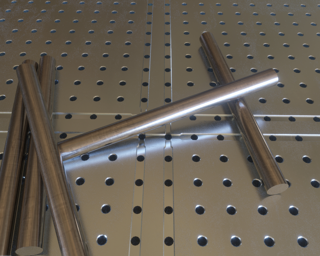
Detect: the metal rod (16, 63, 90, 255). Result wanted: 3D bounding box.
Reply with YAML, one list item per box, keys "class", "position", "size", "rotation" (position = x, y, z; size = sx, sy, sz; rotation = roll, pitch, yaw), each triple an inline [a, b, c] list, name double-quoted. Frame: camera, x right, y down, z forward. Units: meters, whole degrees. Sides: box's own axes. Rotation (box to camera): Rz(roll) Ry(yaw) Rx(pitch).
- class: "metal rod"
  position: [-0.123, 0.038, 0.349]
  size: [0.025, 0.025, 0.299]
  rotation: [-18, 60, -15]

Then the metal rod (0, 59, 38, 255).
- class: "metal rod"
  position: [-0.181, 0.016, 0.391]
  size: [0.025, 0.025, 0.300]
  rotation: [-7, 50, -6]

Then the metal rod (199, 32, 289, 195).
- class: "metal rod"
  position: [0.107, -0.044, 0.445]
  size: [0.025, 0.025, 0.300]
  rotation: [-8, 50, -7]

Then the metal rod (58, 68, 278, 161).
- class: "metal rod"
  position: [0.015, -0.020, 0.404]
  size: [0.302, 0.025, 0.025]
  rotation: [-20, 53, -9]

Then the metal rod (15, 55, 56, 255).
- class: "metal rod"
  position: [-0.153, 0.008, 0.398]
  size: [0.025, 0.025, 0.300]
  rotation: [-7, 50, -6]
